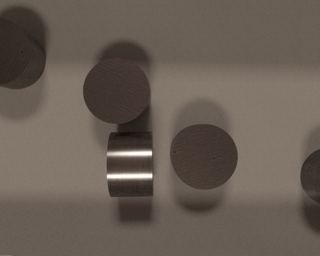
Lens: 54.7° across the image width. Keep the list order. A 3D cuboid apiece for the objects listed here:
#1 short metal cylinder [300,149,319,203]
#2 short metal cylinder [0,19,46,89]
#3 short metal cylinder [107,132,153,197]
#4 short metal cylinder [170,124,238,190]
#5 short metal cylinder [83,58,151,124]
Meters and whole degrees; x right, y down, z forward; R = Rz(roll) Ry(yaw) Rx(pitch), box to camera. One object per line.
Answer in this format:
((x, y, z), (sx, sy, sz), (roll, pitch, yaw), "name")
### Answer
((0.234, 0.067, 0.402), (0.081, 0.050, 0.079), (0, 90, -1), "short metal cylinder")
((-0.196, -0.092, 0.396), (0.081, 0.050, 0.079), (0, 90, -1), "short metal cylinder")
((-0.034, 0.044, 0.384), (0.050, 0.080, 0.079), (-1, 90, 0), "short metal cylinder")
((0.054, 0.035, 0.400), (0.081, 0.050, 0.079), (0, 90, -1), "short metal cylinder")
((-0.053, -0.045, 0.398), (0.081, 0.050, 0.079), (0, 90, -1), "short metal cylinder")
